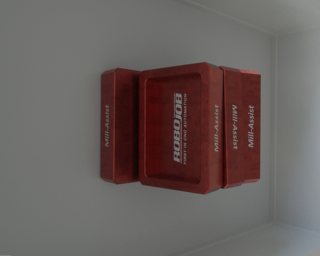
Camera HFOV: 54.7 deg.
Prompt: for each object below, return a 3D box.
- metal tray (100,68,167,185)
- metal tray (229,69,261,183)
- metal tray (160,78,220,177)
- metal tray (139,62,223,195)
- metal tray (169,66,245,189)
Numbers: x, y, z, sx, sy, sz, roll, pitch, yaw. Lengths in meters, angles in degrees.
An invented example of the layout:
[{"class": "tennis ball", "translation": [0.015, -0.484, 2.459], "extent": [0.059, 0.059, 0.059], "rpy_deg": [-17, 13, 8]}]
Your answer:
[{"class": "metal tray", "translation": [-0.025, -0.002, 0.379], "extent": [0.091, 0.030, 0.129], "rpy_deg": [1, 90, -40]}, {"class": "metal tray", "translation": [0.083, -0.002, 0.389], "extent": [0.030, 0.090, 0.129], "rpy_deg": [0, 90, -26]}, {"class": "metal tray", "translation": [0.044, 0.000, 0.438], "extent": [0.091, 0.030, 0.129], "rpy_deg": [1, 90, -40]}, {"class": "metal tray", "translation": [0.021, 0.000, 0.336], "extent": [0.030, 0.090, 0.129], "rpy_deg": [0, 90, -53]}, {"class": "metal tray", "translation": [0.051, 0.000, 0.364], "extent": [0.030, 0.090, 0.129], "rpy_deg": [0, 88, -40]}]
